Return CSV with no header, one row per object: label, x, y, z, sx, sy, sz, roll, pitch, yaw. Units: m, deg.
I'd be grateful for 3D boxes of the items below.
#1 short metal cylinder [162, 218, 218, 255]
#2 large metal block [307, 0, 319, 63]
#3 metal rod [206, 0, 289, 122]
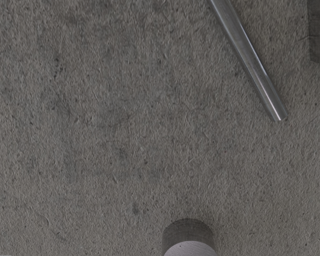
short metal cylinder,0.043,0.184,0.465,0.081,0.050,0.079,0,110,0
large metal block,0.222,-0.121,0.354,0.080,0.050,0.079,-11,110,4
metal rod,0.076,-0.134,0.360,0.025,0.025,0.299,-31,108,10
